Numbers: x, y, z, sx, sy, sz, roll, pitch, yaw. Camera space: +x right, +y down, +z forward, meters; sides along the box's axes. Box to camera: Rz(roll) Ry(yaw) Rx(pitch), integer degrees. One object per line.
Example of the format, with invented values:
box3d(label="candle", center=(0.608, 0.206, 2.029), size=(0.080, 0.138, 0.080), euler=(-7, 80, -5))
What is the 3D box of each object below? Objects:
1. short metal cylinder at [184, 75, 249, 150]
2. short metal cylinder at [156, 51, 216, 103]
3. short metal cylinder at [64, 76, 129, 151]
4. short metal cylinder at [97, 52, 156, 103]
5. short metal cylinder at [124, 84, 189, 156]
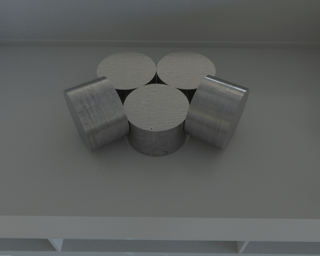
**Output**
box3d(label="short metal cylinder", center=(0.071, -0.020, 0.384), size=(0.050, 0.080, 0.080), euler=(23, 54, 18))
box3d(label="short metal cylinder", center=(0.035, -0.064, 0.441), size=(0.080, 0.050, 0.080), euler=(0, 50, 0))
box3d(label="short metal cylinder", center=(-0.079, -0.018, 0.382), size=(0.050, 0.080, 0.080), euler=(-24, 54, -19))
box3d(label="short metal cylinder", center=(-0.045, -0.064, 0.440), size=(0.080, 0.050, 0.080), euler=(0, 50, 0))
box3d(label="short metal cylinder", center=(-0.004, -0.011, 0.396), size=(0.080, 0.050, 0.080), euler=(0, 50, 0))
